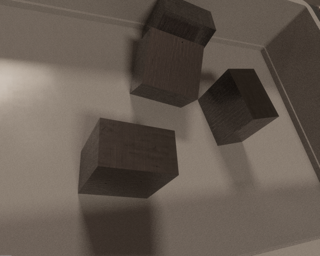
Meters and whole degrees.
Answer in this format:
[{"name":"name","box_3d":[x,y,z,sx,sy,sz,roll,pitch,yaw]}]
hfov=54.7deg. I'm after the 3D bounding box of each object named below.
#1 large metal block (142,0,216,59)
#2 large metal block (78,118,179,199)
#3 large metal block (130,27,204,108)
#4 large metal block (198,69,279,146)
[{"name":"large metal block","box_3d":[0.026,-0.144,0.469,0.081,0.080,0.050,14,47,-21]},{"name":"large metal block","box_3d":[-0.036,0.037,0.330,0.081,0.080,0.050,10,58,-23]},{"name":"large metal block","box_3d":[0.010,-0.081,0.431,0.081,0.050,0.080,14,75,-21]},{"name":"large metal block","box_3d":[0.110,-0.030,0.450,0.050,0.080,0.080,-7,65,-32]}]
